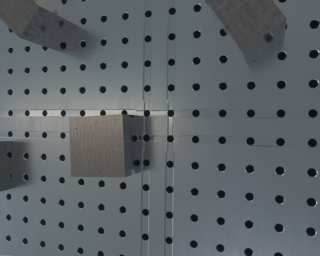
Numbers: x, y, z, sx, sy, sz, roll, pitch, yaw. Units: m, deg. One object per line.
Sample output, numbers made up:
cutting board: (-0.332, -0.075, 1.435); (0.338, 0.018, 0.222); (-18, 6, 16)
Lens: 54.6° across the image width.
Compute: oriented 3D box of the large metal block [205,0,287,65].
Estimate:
large metal block: (0.095, -0.125, 0.350); (0.050, 0.080, 0.080); (-34, 79, 17)

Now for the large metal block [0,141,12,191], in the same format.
large metal block: (-0.296, 0.065, 0.505); (0.080, 0.050, 0.080); (-6, 88, 20)

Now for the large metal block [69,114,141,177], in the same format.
large metal block: (-0.074, 0.024, 0.426); (0.080, 0.050, 0.080); (-3, 89, 20)

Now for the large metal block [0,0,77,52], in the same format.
large metal block: (-0.184, -0.164, 0.449); (0.080, 0.080, 0.050); (44, 104, 15)
